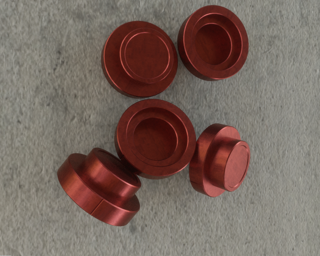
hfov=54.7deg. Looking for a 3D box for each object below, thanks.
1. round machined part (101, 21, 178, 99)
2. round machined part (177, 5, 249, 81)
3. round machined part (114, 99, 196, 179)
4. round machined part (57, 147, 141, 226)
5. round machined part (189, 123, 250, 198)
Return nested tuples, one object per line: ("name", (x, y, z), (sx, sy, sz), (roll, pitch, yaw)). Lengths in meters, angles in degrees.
("round machined part", (-0.022, -0.087, 0.393), (0.099, 0.042, 0.097), (0, 90, -21))
("round machined part", (0.069, -0.113, 0.427), (0.099, 0.042, 0.097), (0, 90, -21))
("round machined part", (-0.008, 0.016, 0.387), (0.099, 0.042, 0.098), (7, 68, -16))
("round machined part", (-0.060, 0.059, 0.345), (0.098, 0.098, 0.042), (38, 94, -16))
("round machined part", (0.085, 0.045, 0.410), (0.099, 0.042, 0.097), (-19, 116, -45))
